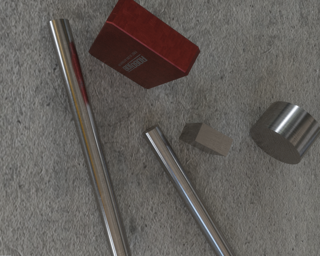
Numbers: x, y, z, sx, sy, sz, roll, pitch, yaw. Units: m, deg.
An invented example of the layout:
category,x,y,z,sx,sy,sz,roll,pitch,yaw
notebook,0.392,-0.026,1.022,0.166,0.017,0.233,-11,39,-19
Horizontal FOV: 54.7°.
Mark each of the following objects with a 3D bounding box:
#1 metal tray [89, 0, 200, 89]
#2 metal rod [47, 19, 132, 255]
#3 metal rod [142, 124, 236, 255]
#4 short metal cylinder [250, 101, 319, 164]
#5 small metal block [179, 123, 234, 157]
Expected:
category,x,y,z,sx,sy,sz,roll,pitch,yaw
metal tray,-0.025,-0.085,0.345,0.090,0.130,0.030,30,80,-18
metal rod,-0.084,0.020,0.378,0.025,0.025,0.298,-16,96,-20
metal rod,0.062,0.128,0.433,0.025,0.025,0.299,-34,101,-17
short metal cylinder,0.180,0.007,0.448,0.080,0.080,0.050,46,76,-15
small metal block,0.061,0.015,0.420,0.050,0.050,0.025,27,81,-18
